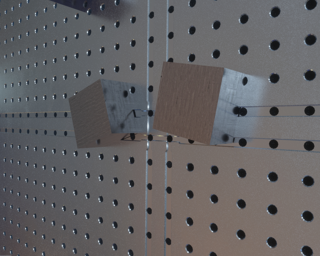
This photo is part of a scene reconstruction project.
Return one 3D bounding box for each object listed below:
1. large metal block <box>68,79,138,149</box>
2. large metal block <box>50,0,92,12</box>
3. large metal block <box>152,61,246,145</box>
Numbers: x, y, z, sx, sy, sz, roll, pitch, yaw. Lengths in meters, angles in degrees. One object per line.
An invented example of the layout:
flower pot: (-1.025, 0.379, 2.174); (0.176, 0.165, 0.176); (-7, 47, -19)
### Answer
large metal block: (-0.087, -0.019, 0.466); (0.080, 0.050, 0.080); (-22, 76, 38)
large metal block: (-0.158, -0.247, 0.506); (0.050, 0.081, 0.080); (-42, 65, 32)
large metal block: (0.044, -0.030, 0.358); (0.080, 0.050, 0.080); (16, 100, 39)
